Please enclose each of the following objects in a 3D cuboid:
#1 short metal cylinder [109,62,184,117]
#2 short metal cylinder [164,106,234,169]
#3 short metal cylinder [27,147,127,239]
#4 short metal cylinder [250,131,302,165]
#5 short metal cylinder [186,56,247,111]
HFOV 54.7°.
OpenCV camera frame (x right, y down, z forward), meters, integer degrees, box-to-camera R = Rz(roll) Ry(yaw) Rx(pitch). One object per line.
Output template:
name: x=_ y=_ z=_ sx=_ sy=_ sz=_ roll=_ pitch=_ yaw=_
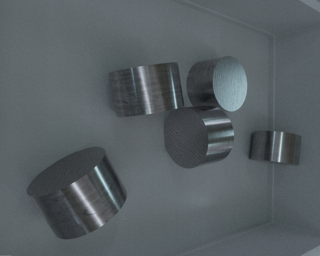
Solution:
short metal cylinder: x=-0.015 y=-0.045 z=0.360 sx=0.081 sy=0.080 sz=0.050 roll=-16 pitch=100 yaw=-39
short metal cylinder: x=0.051 y=0.011 z=0.416 sx=0.050 sy=0.080 sz=0.079 roll=-6 pitch=94 yaw=-40
short metal cylinder: x=-0.080 y=0.061 z=0.305 sx=0.080 sy=0.080 sz=0.050 roll=-37 pitch=114 yaw=-34
short metal cylinder: x=0.204 y=0.036 z=0.545 sx=0.081 sy=0.080 sz=0.050 roll=13 pitch=82 yaw=-40
short metal cylinder: x=0.086 y=-0.064 z=0.465 sx=0.081 sy=0.050 sz=0.079 roll=0 pitch=90 yaw=-40
